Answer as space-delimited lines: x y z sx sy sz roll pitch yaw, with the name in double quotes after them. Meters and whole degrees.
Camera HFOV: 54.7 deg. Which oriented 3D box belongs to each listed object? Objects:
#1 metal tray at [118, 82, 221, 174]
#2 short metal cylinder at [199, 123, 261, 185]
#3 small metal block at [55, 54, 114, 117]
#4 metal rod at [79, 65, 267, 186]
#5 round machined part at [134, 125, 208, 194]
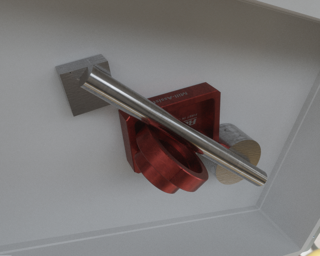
0.017 -0.001 0.413 0.131 0.030 0.089 -18 126 -19 "metal tray"
0.106 0.040 0.475 0.081 0.050 0.079 -14 125 -21 "short metal cylinder"
-0.079 -0.047 0.336 0.050 0.025 0.050 -20 127 -17 "small metal block"
0.038 0.012 0.384 0.301 0.025 0.025 30 102 -32 "metal rod"
0.008 0.040 0.374 0.098 0.098 0.042 31 109 -38 "round machined part"
